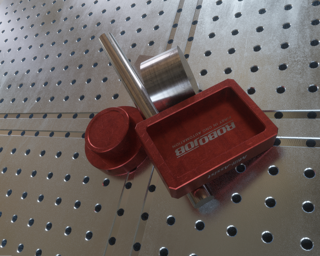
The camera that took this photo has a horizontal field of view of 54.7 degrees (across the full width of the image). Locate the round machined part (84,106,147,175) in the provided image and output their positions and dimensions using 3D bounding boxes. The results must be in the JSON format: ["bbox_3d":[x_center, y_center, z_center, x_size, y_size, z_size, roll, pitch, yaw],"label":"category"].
[{"bbox_3d":[-0.062,0.010,0.421,0.098,0.042,0.098,-13,56,20],"label":"round machined part"}]

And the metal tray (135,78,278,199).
[{"bbox_3d":[0.050,0.008,0.346,0.131,0.030,0.090,-27,59,-9],"label":"metal tray"}]

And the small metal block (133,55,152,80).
[{"bbox_3d":[-0.016,-0.081,0.465,0.050,0.025,0.050,14,69,33],"label":"small metal block"}]

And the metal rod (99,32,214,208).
[{"bbox_3d":[-0.019,-0.030,0.413,0.025,0.025,0.299,-34,59,5],"label":"metal rod"}]

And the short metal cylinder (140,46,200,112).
[{"bbox_3d":[0.016,-0.058,0.399,0.050,0.080,0.080,-23,54,14],"label":"short metal cylinder"}]
